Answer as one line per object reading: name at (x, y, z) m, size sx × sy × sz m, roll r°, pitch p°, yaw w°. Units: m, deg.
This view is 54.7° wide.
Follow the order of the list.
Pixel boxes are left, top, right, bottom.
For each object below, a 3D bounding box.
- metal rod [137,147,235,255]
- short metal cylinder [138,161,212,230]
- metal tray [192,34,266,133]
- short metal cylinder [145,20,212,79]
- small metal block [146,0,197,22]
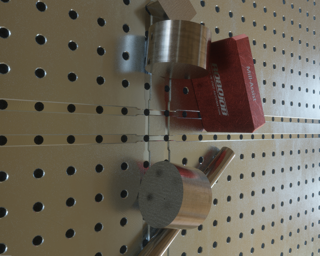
metal rod at (0.019, 0.132, 0.425) m, size 0.301 × 0.025 × 0.025 m, roll -45°, pitch 117°, yaw -30°
short metal cylinder at (0.018, 0.085, 0.389) m, size 0.050 × 0.080 × 0.080 m, roll 18°, pitch 79°, yaw -39°
metal tray at (0.092, -0.059, 0.443) m, size 0.030 × 0.090 × 0.129 m, roll -26°, pitch 107°, yaw -37°
short metal cylinder at (0.023, -0.096, 0.393) m, size 0.081 × 0.080 × 0.050 m, roll 9°, pitch 85°, yaw -40°
small metal block at (0.017, -0.161, 0.423) m, size 0.050 × 0.025 × 0.050 m, roll 52°, pitch 60°, yaw -27°
